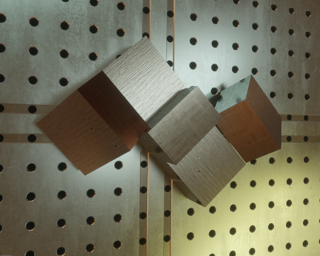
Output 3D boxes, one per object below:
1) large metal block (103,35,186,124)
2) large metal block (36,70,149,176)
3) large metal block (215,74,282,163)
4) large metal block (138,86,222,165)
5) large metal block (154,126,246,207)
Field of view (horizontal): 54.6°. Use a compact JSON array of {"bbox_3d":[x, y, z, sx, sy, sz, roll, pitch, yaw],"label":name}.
[{"bbox_3d":[-0.029,-0.054,0.388,0.080,0.050,0.080,-43,104,-14],"label":"large metal block"},{"bbox_3d":[-0.075,-0.004,0.348,0.080,0.080,0.050,51,36,-13],"label":"large metal block"},{"bbox_3d":[0.121,-0.014,0.421,0.080,0.050,0.080,51,35,-14],"label":"large metal block"},{"bbox_3d":[0.016,-0.004,0.389,0.080,0.080,0.050,-44,105,-15],"label":"large metal block"},{"bbox_3d":[0.053,0.045,0.418,0.080,0.050,0.080,-43,102,-15],"label":"large metal block"}]
